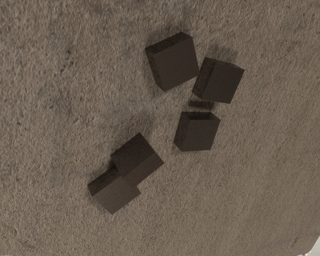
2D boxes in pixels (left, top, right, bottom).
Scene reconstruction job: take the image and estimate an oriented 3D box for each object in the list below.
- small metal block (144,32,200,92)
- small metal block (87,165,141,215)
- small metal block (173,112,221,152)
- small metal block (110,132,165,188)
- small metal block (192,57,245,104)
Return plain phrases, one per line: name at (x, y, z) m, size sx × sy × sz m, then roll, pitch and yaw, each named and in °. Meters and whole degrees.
small metal block at (0.016, -0.079, 0.368) m, size 0.050 × 0.025 × 0.050 m, roll -28°, pitch 128°, yaw -11°
small metal block at (-0.062, 0.084, 0.426) m, size 0.050 × 0.025 × 0.050 m, roll -36°, pitch 130°, yaw -5°
small metal block at (0.052, 0.005, 0.440) m, size 0.050 × 0.025 × 0.050 m, roll -1°, pitch 119°, yaw -29°
small metal block at (-0.030, 0.040, 0.401) m, size 0.050 × 0.050 × 0.025 m, roll -39°, pitch 130°, yaw -2°
small metal block at (0.077, -0.063, 0.412) m, size 0.050 × 0.025 × 0.050 m, roll 5°, pitch 116°, yaw -31°
